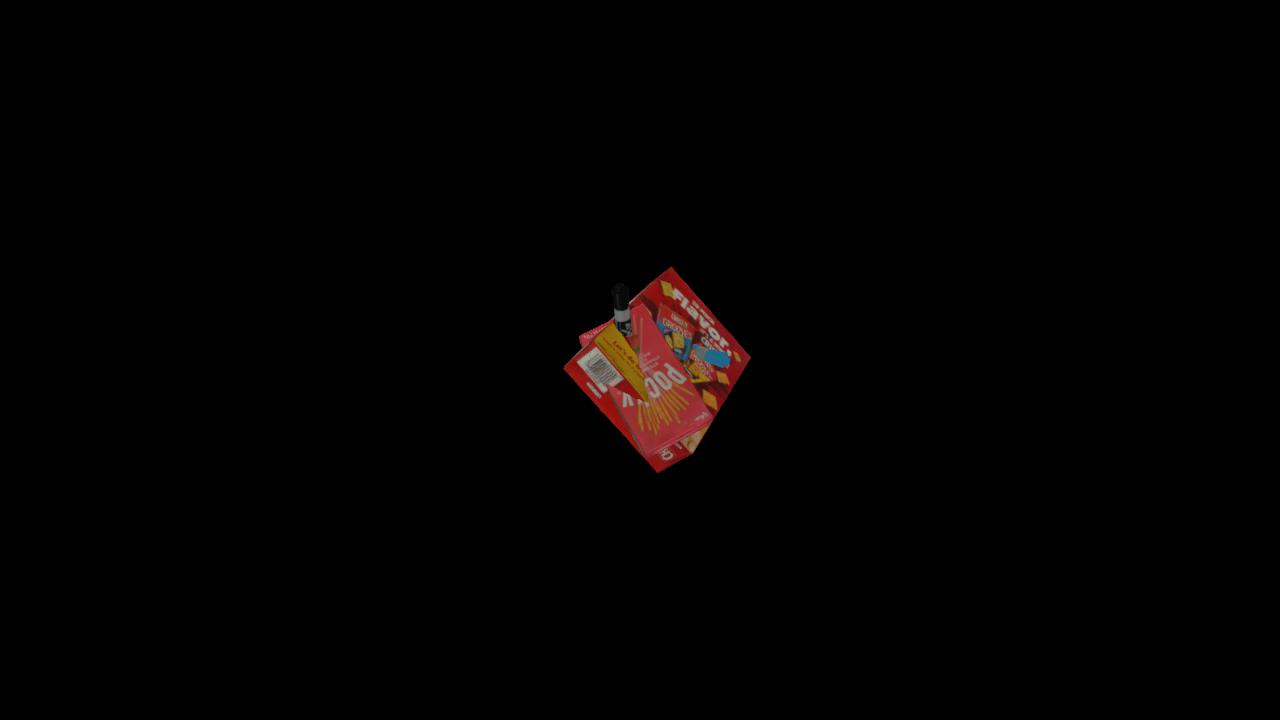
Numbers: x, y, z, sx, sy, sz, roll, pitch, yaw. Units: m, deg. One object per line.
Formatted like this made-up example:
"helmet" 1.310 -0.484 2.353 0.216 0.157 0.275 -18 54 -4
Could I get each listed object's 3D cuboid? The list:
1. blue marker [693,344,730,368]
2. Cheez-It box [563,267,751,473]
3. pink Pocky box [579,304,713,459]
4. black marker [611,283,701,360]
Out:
"blue marker" 0.055 -0.014 0.753 0.121 0.020 0.020 19 10 30
"Cheez-It box" 0.031 0.002 0.749 0.071 0.166 0.223 -36 9 39
"pink Pocky box" 0.005 0.021 0.671 0.084 0.155 0.029 -27 -18 -10
"black marker" -0.018 -0.032 0.677 0.020 0.121 0.020 -2 40 2
